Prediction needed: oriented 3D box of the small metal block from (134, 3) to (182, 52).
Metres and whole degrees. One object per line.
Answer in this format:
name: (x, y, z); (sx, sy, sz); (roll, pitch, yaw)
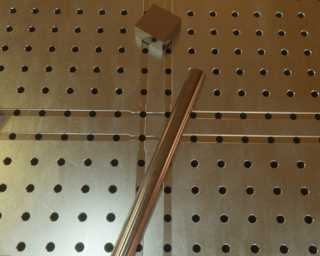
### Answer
small metal block: (-0.003, -0.152, 0.467); (0.050, 0.025, 0.050); (33, 73, 11)

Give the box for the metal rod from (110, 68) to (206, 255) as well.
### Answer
metal rod: (-0.003, 0.053, 0.392); (0.025, 0.025, 0.300); (21, 71, 7)
